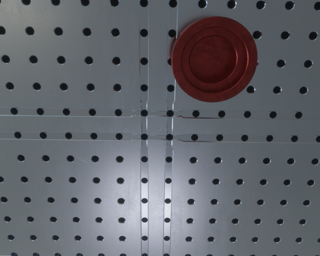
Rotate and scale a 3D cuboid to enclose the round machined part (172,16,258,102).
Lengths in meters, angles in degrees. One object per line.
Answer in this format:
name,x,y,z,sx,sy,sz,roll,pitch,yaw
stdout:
round machined part,0.063,-0.083,0.374,0.099,0.042,0.097,0,110,0
